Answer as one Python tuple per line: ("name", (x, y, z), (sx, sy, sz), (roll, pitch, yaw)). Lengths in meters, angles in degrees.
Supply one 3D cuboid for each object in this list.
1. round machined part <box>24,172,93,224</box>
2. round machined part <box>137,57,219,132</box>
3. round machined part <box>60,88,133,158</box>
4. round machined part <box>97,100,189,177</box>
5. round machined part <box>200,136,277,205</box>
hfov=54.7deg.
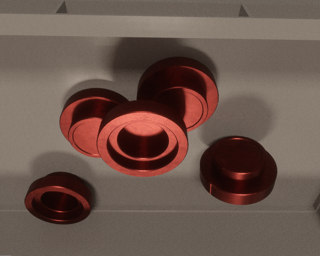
("round machined part", (-0.155, 0.106, 0.486), (0.099, 0.042, 0.097), (-1, 130, 0))
("round machined part", (0.021, -0.032, 0.371), (0.099, 0.042, 0.097), (-1, 130, 0))
("round machined part", (-0.079, 0.001, 0.398), (0.099, 0.042, 0.097), (-1, 130, 0))
("round machined part", (-0.019, 0.008, 0.349), (0.099, 0.042, 0.097), (-1, 130, 0))
("round machined part", (0.101, 0.048, 0.403), (0.099, 0.098, 0.042), (-3, 130, 2))
